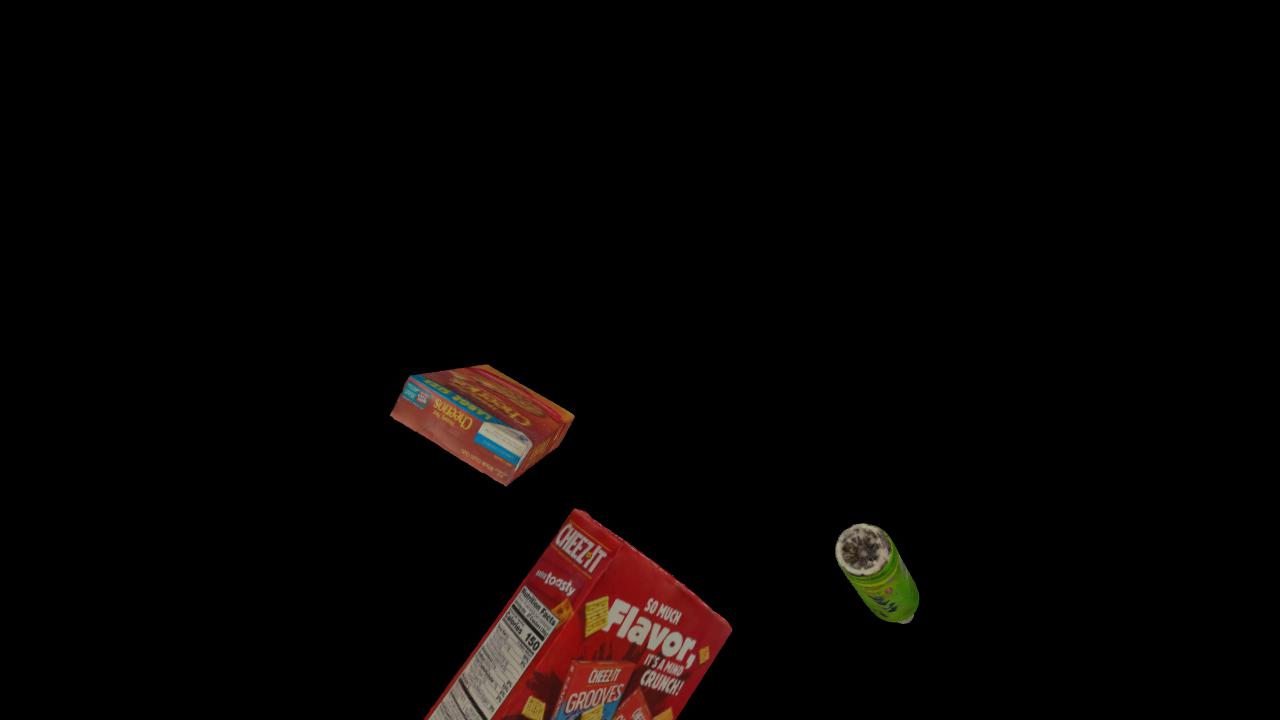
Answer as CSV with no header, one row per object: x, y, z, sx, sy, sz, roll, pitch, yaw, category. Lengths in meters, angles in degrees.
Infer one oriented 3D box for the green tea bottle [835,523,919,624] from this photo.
0.313,0.285,0.787,0.073,0.073,0.212,0,-38,41,green tea bottle

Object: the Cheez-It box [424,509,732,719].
-0.049,0.246,0.449,0.071,0.223,0.166,19,-22,50,Cheez-It box

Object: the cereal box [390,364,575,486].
-0.239,0.092,1.012,0.203,0.081,0.306,30,5,5,cereal box
